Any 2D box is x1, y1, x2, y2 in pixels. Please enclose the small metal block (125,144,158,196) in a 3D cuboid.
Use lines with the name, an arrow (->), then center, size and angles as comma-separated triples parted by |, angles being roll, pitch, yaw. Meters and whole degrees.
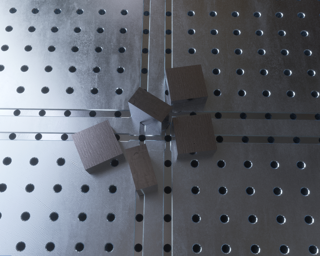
small metal block -> -0.022, 0.052, 0.379 | 0.025, 0.050, 0.050 | -16, 71, -6

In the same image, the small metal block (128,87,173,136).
small metal block -> -0.012, -0.021, 0.406 | 0.050, 0.050, 0.025 | 32, 73, 11

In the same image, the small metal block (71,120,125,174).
small metal block -> -0.080, 0.024, 0.402 | 0.050, 0.025, 0.050 | -24, 72, -9

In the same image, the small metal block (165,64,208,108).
small metal block -> 0.036, -0.058, 0.433 | 0.050, 0.025, 0.050 | -8, 70, -3

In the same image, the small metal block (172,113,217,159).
small metal block -> 0.044, 0.011, 0.408 | 0.050, 0.025, 0.050 | -6, 70, -3
